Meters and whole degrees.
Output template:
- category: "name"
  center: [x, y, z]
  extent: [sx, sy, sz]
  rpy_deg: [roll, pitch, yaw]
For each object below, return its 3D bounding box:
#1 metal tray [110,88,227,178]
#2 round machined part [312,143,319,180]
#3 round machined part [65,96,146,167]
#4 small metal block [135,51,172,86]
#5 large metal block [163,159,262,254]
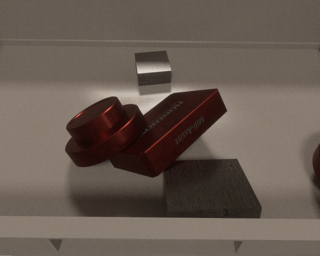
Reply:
- category: "metal tray"
  center: [0.006, 0.001, 0.369]
  extent: [0.131, 0.030, 0.090]
  rpy_deg: [-40, 23, -29]
- category: "round machined part"
  center: [0.226, 0.051, 0.354]
  extent: [0.099, 0.042, 0.098]
  rpy_deg: [0, 50, 0]
- category: "round machined part"
  center: [-0.069, -0.002, 0.363]
  extent: [0.098, 0.042, 0.098]
  rpy_deg: [-25, 23, 11]
- category: "small metal block"
  center: [-0.011, -0.094, 0.484]
  extent: [0.050, 0.025, 0.050]
  rpy_deg: [-6, 50, -6]
- category: "large metal block"
  center: [0.045, 0.074, 0.309]
  extent: [0.081, 0.050, 0.080]
  rpy_deg: [-2, 25, -2]
